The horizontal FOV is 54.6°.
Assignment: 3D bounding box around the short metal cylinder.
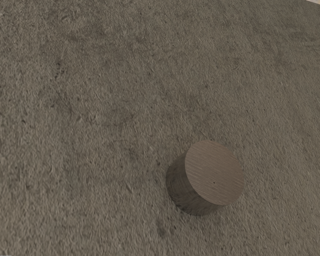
[{"bbox_3d":[0.054,0.062,0.379,0.081,0.050,0.080,13,56,-21],"label":"short metal cylinder"}]
